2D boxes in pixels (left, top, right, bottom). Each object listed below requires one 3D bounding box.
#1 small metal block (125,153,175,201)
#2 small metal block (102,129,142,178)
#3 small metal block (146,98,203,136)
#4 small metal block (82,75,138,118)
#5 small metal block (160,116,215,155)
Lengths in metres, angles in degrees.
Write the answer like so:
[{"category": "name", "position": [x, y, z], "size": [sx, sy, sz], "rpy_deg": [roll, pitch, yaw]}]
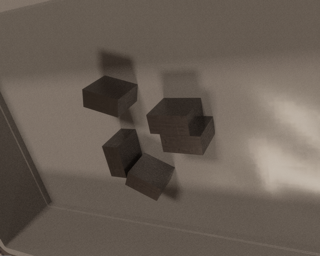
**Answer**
[{"category": "small metal block", "position": [-0.013, 0.068, 0.440], "size": [0.050, 0.050, 0.025], "rpy_deg": [25, 127, 12]}, {"category": "small metal block", "position": [-0.051, 0.035, 0.440], "size": [0.025, 0.050, 0.050], "rpy_deg": [2, 119, 27]}, {"category": "small metal block", "position": [0.019, -0.015, 0.372], "size": [0.050, 0.050, 0.025], "rpy_deg": [3, 119, 26]}, {"category": "small metal block", "position": [-0.063, -0.042, 0.398], "size": [0.050, 0.050, 0.025], "rpy_deg": [17, 125, 18]}, {"category": "small metal block", "position": [0.035, 0.007, 0.378], "size": [0.050, 0.050, 0.025], "rpy_deg": [3, 120, 26]}]
